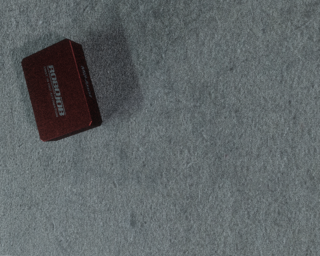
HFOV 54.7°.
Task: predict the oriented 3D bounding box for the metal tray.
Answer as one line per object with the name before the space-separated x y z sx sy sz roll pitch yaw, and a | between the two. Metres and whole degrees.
metal tray | -0.146 -0.053 0.456 0.090 0.030 0.129 -18 84 18
